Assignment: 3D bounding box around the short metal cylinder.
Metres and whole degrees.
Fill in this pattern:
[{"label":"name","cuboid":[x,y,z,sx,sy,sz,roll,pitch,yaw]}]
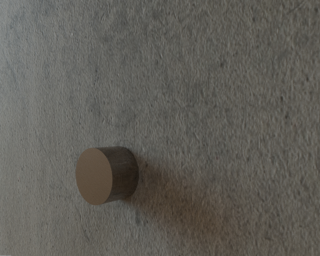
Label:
[{"label":"short metal cylinder","cuboid":[-0.077,0.067,0.450,0.080,0.050,0.079,0,90,39]}]
